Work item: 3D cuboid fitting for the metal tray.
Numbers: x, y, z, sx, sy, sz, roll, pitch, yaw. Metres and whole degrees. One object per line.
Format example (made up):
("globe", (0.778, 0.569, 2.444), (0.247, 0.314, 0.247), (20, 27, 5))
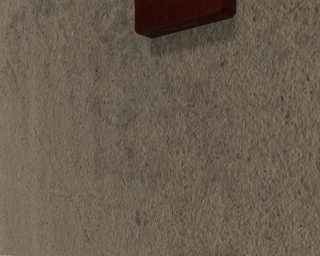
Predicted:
("metal tray", (0.026, -0.169, 0.379), (0.130, 0.030, 0.089), (-1, 89, 39))
